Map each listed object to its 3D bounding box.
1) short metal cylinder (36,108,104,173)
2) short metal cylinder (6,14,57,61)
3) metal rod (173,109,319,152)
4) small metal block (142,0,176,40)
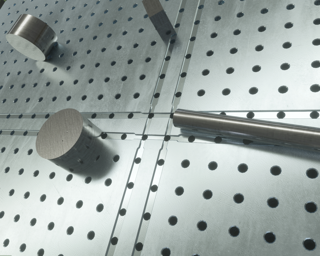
[{"bbox_3d":[-0.130,0.018,0.449,0.080,0.050,0.080,-13,56,20],"label":"short metal cylinder"},{"bbox_3d":[-0.254,-0.179,0.617,0.080,0.080,0.050,10,67,32],"label":"short metal cylinder"},{"bbox_3d":[0.148,0.010,0.324,0.300,0.025,0.025,10,67,32],"label":"metal rod"},{"bbox_3d":[-0.002,-0.181,0.504,0.025,0.050,0.050,-28,52,11],"label":"small metal block"}]
